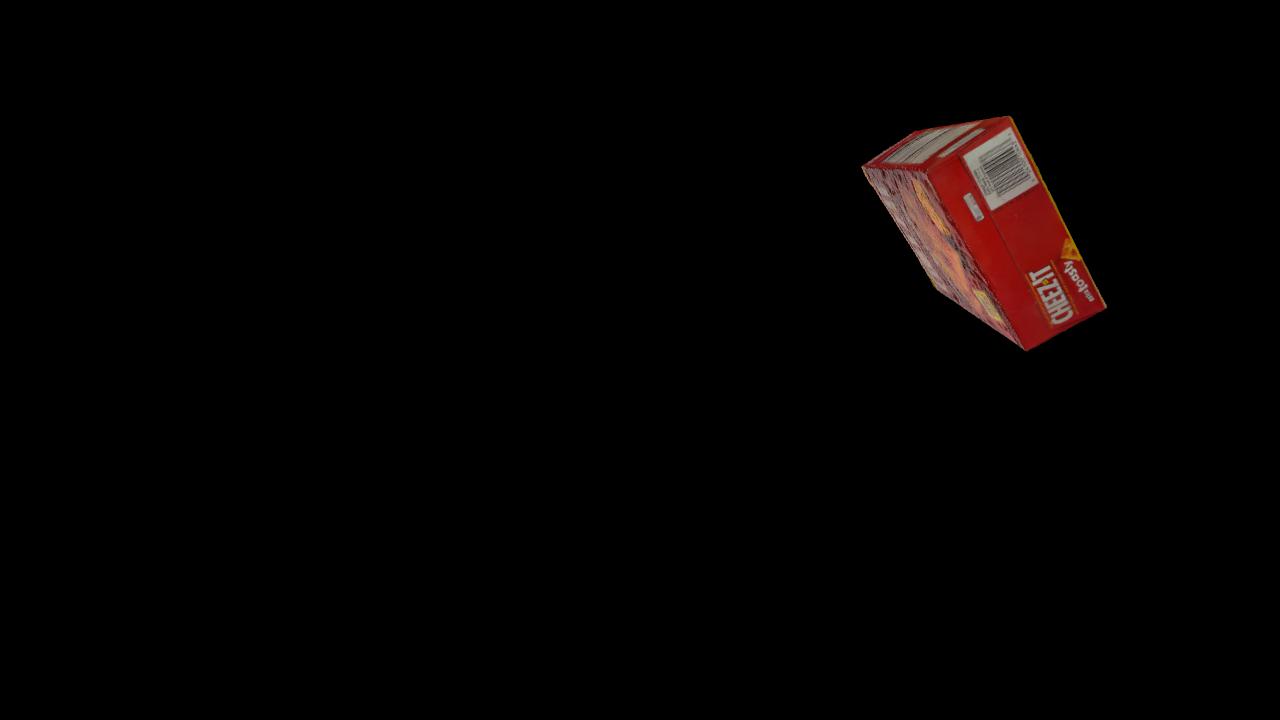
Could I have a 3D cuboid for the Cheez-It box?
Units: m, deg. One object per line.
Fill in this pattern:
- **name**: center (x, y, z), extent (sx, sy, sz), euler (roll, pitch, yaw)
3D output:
- **Cheez-It box**: center (0.287, -0.121, 0.545), extent (0.071, 0.166, 0.223), euler (-32, 12, 17)
